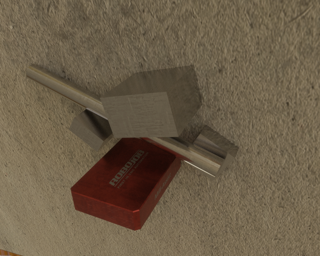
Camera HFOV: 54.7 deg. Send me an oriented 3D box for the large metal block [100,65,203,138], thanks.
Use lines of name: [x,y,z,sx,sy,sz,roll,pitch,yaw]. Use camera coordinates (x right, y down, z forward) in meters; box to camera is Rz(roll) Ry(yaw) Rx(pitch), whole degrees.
large metal block: [-0.006,-0.031,0.354,0.080,0.080,0.050,-2,118,29]

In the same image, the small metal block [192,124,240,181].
small metal block: [0.063,0.031,0.394,0.050,0.025,0.050,36,129,4]

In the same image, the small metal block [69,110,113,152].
small metal block: [-0.089,-0.002,0.435,0.050,0.050,0.025,38,129,2]

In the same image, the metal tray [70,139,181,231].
metal tray: [-0.037,0.062,0.397,0.090,0.131,0.030,12,123,21]

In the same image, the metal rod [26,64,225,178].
metal rod: [-0.058,-0.017,0.409,0.301,0.025,0.025,27,128,17]
